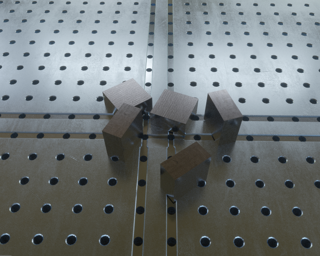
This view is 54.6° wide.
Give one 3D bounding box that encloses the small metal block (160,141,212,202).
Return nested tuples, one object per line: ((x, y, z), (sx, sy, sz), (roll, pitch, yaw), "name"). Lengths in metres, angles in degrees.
((0.028, 0.050, 0.350), (0.050, 0.050, 0.025), (-30, 56, -22), "small metal block")

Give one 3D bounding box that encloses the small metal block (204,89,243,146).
((0.081, -0.014, 0.403), (0.025, 0.050, 0.050), (-13, 51, -11), "small metal block")

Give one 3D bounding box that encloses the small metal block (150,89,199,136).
((0.020, -0.022, 0.427), (0.050, 0.025, 0.050), (18, 52, 15), "small metal block")

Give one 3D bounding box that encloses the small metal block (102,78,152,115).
((-0.046, -0.038, 0.440), (0.050, 0.025, 0.050), (-29, 56, -22), "small metal block")

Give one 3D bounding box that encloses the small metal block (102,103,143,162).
((-0.045, 0.006, 0.387), (0.025, 0.050, 0.050), (20, 53, 16), "small metal block")
